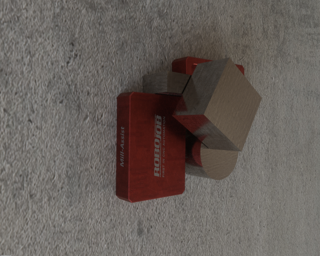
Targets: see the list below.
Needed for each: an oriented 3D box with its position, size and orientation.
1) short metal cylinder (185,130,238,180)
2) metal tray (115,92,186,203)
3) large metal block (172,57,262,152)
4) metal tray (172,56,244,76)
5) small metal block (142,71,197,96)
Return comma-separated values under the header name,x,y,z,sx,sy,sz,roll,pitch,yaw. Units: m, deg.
name,x,y,z,sx,sy,sz,roll,pitch,yaw
short metal cylinder,0.068,0.032,0.446,0.081,0.050,0.080,0,91,-39
metal tray,-0.010,0.023,0.396,0.091,0.030,0.129,1,90,-40
large metal block,0.073,-0.027,0.384,0.080,0.050,0.080,40,66,-33
metal tray,0.077,-0.054,0.466,0.131,0.030,0.089,-2,92,-40
small metal block,0.012,-0.055,0.400,0.050,0.050,0.025,1,90,-40
